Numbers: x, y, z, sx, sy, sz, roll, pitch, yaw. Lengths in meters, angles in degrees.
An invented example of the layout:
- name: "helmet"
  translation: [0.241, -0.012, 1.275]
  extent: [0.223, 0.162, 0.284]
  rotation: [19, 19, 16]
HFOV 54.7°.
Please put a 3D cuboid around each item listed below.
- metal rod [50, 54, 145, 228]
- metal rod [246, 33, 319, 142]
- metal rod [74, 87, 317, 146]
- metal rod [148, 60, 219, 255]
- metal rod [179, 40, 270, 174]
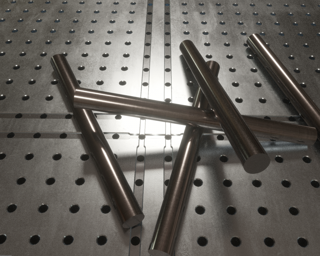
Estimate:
- name: "metal rod"
  translation: [-0.095, -0.005, 0.410]
  extent: [0.025, 0.025, 0.300]
  rotation: [-21, 53, -17]
- name: "metal rod"
  translation: [0.200, -0.042, 0.445]
  extent: [0.025, 0.025, 0.300]
  rotation: [-11, 51, -10]
- name: "metal rod"
  translation: [0.048, -0.013, 0.385]
  extent: [0.302, 0.025, 0.025]
  rotation: [9, 50, -6]
- name: "metal rod"
  translation: [0.041, 0.014, 0.396]
  extent: [0.025, 0.025, 0.300]
  rotation: [13, 51, 10]
- name: "metal rod"
  translation: [0.067, -0.052, 0.404]
  extent: [0.025, 0.025, 0.300]
  rotation: [-6, 35, -6]
